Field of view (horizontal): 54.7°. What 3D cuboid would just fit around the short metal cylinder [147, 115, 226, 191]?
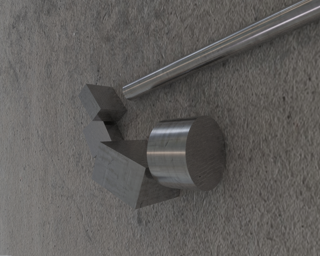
[{"bbox_3d":[0.031,0.028,0.343,0.050,0.081,0.080,-5,87,40],"label":"short metal cylinder"}]

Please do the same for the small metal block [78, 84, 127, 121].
[{"bbox_3d":[-0.085,-0.037,0.459,0.025,0.050,0.050,-49,61,29],"label":"small metal block"}]

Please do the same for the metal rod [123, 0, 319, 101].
[{"bbox_3d":[0.068,-0.087,0.348,0.299,0.025,0.025,-18,79,38],"label":"metal rod"}]

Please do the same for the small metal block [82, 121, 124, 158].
[{"bbox_3d":[-0.088,0.011,0.478,0.050,0.025,0.050,-40,66,32],"label":"small metal block"}]

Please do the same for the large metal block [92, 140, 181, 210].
[{"bbox_3d":[-0.025,0.053,0.390,0.080,0.081,0.050,24,105,37],"label":"large metal block"}]
